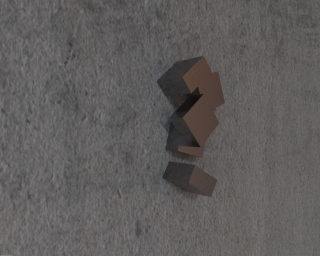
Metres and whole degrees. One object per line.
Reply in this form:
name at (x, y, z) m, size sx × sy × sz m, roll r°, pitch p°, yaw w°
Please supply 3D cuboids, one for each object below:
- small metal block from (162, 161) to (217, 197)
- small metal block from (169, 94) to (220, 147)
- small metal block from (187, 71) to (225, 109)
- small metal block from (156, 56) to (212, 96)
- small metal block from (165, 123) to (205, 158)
small metal block at (0.041, 0.070, 0.425) m, size 0.050 × 0.050 × 0.025 m, roll 36°, pitch 68°, yaw -35°
small metal block at (0.047, -0.010, 0.414) m, size 0.050 × 0.025 × 0.050 m, roll -48°, pitch 118°, yaw -30°
small metal block at (0.067, -0.053, 0.464) m, size 0.050 × 0.025 × 0.050 m, roll -25°, pitch 106°, yaw -37°
small metal block at (0.032, -0.070, 0.418) m, size 0.050 × 0.050 × 0.025 m, roll -47°, pitch 119°, yaw -30°
small metal block at (0.039, 0.012, 0.440) m, size 0.050 × 0.025 × 0.050 m, roll 18°, pitch 78°, yaw -39°
